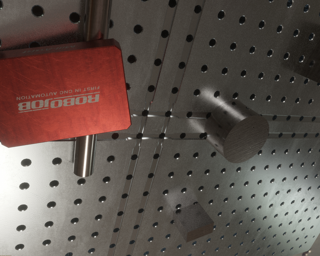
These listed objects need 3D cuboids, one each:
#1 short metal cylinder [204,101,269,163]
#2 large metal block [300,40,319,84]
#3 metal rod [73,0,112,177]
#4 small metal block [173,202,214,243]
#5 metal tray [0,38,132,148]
[{"bbox_3d":[0.114,0.006,0.463,0.081,0.050,0.079,-14,124,-21],"label":"short metal cylinder"},{"bbox_3d":[0.285,-0.103,0.490,0.081,0.050,0.079,10,113,-33],"label":"large metal block"},{"bbox_3d":[-0.070,-0.076,0.326,0.025,0.025,0.298,-3,120,-27],"label":"metal rod"},{"bbox_3d":[0.056,0.159,0.526,0.050,0.050,0.025,-13,124,-22],"label":"small metal block"},{"bbox_3d":[-0.100,-0.035,0.310,0.131,0.030,0.089,-9,120,-8],"label":"metal tray"}]
